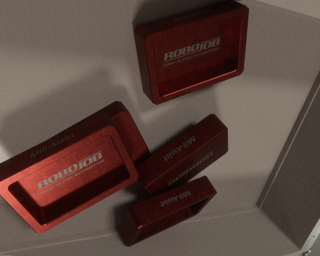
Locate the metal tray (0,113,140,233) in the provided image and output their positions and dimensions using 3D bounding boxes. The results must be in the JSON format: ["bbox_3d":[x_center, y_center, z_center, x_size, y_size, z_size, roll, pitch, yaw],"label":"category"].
[{"bbox_3d":[-0.098,0.051,0.344,0.131,0.030,0.090,-28,128,-11],"label":"metal tray"}]

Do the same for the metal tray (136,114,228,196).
[{"bbox_3d":[0.034,0.044,0.431,0.130,0.030,0.090,-35,153,-5],"label":"metal tray"}]

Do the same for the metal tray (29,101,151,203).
[{"bbox_3d":[-0.084,0.036,0.383,0.131,0.030,0.090,-31,129,-9],"label":"metal tray"}]

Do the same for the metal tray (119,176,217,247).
[{"bbox_3d":[0.011,0.122,0.457,0.131,0.030,0.089,-16,150,-28],"label":"metal tray"}]

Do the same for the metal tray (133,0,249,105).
[{"bbox_3d":[0.040,-0.090,0.367,0.131,0.030,0.089,-21,132,-16],"label":"metal tray"}]
